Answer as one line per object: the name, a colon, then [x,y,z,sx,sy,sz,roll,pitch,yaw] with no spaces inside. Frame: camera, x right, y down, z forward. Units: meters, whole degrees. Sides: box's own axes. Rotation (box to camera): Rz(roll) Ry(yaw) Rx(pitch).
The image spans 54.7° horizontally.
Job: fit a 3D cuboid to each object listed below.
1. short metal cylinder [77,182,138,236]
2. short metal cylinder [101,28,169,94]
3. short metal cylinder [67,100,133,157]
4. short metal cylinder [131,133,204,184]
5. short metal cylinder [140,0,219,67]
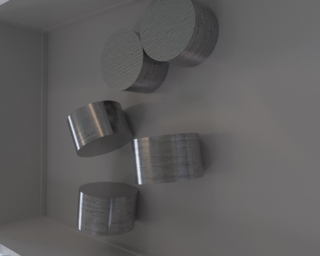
short metal cylinder: [-0.073,0.110,0.432,0.080,0.081,0.050,8,95,40]
short metal cylinder: [-0.035,-0.088,0.419,0.080,0.050,0.080,0,90,40]
short metal cylinder: [-0.085,0.003,0.442,0.080,0.081,0.050,-34,69,35]
short metal cylinder: [0.009,0.035,0.364,0.080,0.081,0.050,-10,84,39]
short metal cylinder: [0.023,-0.116,0.372,0.080,0.050,0.080,0,90,40]
